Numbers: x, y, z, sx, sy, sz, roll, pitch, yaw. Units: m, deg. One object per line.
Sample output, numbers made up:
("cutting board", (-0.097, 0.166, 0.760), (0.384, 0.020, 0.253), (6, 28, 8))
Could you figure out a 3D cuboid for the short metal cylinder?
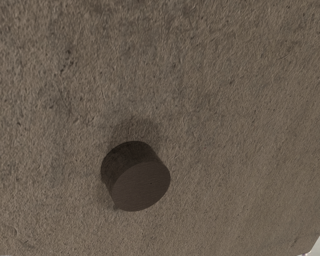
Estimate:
("short metal cylinder", (-0.033, 0.064, 0.414), (0.081, 0.050, 0.079), (-14, 125, -21))
